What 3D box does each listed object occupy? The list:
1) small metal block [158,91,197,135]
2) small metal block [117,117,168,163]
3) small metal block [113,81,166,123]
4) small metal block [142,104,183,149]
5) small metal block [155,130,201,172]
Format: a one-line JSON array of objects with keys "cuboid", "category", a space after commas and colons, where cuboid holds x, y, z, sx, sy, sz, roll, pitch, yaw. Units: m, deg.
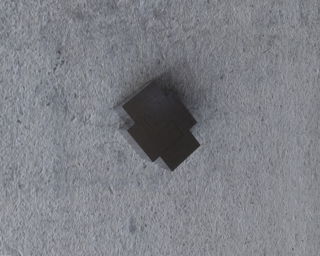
[{"cuboid": [0.014, -0.018, 0.402, 0.025, 0.050, 0.050, -43, 104, -15], "category": "small metal block"}, {"cuboid": [-0.023, 0.014, 0.389, 0.025, 0.050, 0.050, -42, 104, -15], "category": "small metal block"}, {"cuboid": [-0.027, -0.031, 0.387, 0.050, 0.050, 0.025, -41, 104, -16], "category": "small metal block"}, {"cuboid": [-0.005, -0.002, 0.396, 0.025, 0.050, 0.050, -42, 104, -15], "category": "small metal block"}, {"cuboid": [0.017, 0.028, 0.404, 0.050, 0.050, 0.025, -41, 104, -16], "category": "small metal block"}]
